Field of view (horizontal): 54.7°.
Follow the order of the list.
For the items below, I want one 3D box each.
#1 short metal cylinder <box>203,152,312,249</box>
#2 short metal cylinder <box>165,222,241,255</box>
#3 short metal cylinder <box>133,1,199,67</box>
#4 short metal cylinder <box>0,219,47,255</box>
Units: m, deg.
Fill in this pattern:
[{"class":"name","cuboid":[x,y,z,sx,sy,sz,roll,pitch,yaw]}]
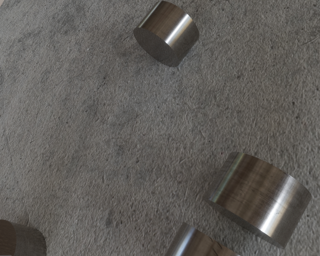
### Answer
[{"class":"short metal cylinder","cuboid":[0.087,0.065,0.283,0.080,0.080,0.050,25,76,37]},{"class":"short metal cylinder","cuboid":[0.043,0.125,0.269,0.080,0.080,0.050,22,74,36]},{"class":"short metal cylinder","cuboid":[0.009,-0.133,0.446,0.080,0.080,0.050,29,78,37]},{"class":"short metal cylinder","cuboid":[-0.193,0.162,0.390,0.080,0.050,0.080,-13,56,21]}]
